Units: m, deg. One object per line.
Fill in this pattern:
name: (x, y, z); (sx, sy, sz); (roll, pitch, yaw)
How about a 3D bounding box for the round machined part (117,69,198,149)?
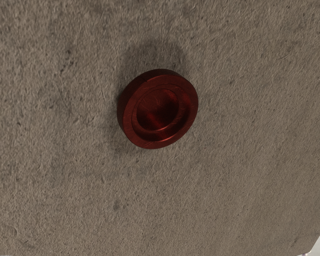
round machined part: (-0.006, -0.026, 0.378); (0.099, 0.042, 0.097); (-14, 125, -21)
